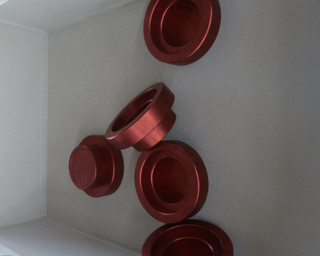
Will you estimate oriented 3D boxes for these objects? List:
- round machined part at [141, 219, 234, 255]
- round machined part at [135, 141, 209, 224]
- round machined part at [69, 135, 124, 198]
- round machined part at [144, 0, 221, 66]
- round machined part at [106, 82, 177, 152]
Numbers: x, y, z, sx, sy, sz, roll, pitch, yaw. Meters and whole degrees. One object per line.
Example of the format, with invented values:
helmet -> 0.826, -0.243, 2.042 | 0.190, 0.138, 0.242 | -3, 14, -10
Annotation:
round machined part -> 0.031, 0.148, 0.339 | 0.098, 0.099, 0.042 | 10, 117, 39
round machined part -> 0.018, 0.064, 0.381 | 0.098, 0.042, 0.097 | 0, 90, 40
round machined part -> -0.105, 0.060, 0.483 | 0.098, 0.042, 0.097 | 0, 90, 40
round machined part -> 0.030, -0.123, 0.371 | 0.098, 0.042, 0.097 | 0, 90, 40
round machined part -> -0.018, -0.009, 0.388 | 0.098, 0.098, 0.042 | -29, 114, 36
